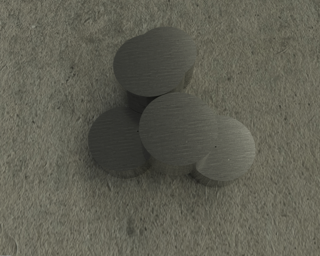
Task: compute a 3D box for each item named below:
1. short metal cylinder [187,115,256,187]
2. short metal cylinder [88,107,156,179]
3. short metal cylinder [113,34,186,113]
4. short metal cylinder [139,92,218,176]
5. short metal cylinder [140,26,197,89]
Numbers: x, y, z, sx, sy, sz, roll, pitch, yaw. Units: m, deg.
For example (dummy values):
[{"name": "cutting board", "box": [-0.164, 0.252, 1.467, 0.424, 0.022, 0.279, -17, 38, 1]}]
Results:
[{"name": "short metal cylinder", "box": [0.071, 0.030, 0.385, 0.081, 0.050, 0.080, 0, 70, 0]}, {"name": "short metal cylinder", "box": [-0.044, 0.020, 0.388, 0.081, 0.050, 0.080, 0, 70, 0]}, {"name": "short metal cylinder", "box": [-0.011, -0.062, 0.365, 0.080, 0.050, 0.080, 0, 70, 0]}, {"name": "short metal cylinder", "box": [0.019, 0.008, 0.339, 0.081, 0.050, 0.080, 0, 70, -1]}, {"name": "short metal cylinder", "box": [0.008, -0.092, 0.430, 0.081, 0.050, 0.080, 0, 70, 0]}]
